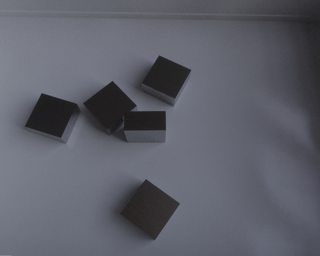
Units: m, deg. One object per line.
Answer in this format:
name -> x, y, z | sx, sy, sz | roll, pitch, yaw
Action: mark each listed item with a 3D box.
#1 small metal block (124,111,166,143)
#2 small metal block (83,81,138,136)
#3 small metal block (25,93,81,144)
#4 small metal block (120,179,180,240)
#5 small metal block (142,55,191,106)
small metal block -> -0.018, 0.000, 0.396 | 0.050, 0.050, 0.025 | -1, 70, -1
small metal block -> -0.066, -0.027, 0.419 | 0.050, 0.025, 0.050 | -41, 75, -14
small metal block -> -0.141, -0.013, 0.413 | 0.050, 0.025, 0.050 | 17, 71, 5
small metal block -> -0.011, 0.098, 0.374 | 0.050, 0.025, 0.050 | 34, 73, 11
small metal block -> 0.009, -0.066, 0.434 | 0.050, 0.025, 0.050 | 26, 72, 9
